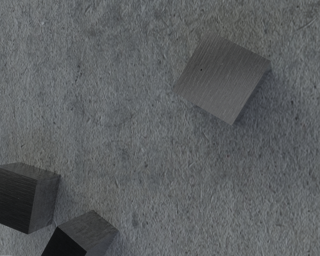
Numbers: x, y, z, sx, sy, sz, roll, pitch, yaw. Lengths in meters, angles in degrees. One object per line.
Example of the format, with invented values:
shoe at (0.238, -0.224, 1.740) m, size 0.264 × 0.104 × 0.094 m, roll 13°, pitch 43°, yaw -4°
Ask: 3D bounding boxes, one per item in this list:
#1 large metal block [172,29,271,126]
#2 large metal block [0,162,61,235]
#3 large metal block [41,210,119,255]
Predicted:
large metal block at (0.075, -0.057, 0.369) m, size 0.080 × 0.050 × 0.080 m, roll 32°, pitch 100°, yaw 17°
large metal block at (-0.206, 0.103, 0.469) m, size 0.080 × 0.050 × 0.079 m, roll 13°, pitch 94°, yaw 19°
large metal block at (-0.113, 0.168, 0.419) m, size 0.050 × 0.080 × 0.080 m, roll 33°, pitch 101°, yaw 17°
